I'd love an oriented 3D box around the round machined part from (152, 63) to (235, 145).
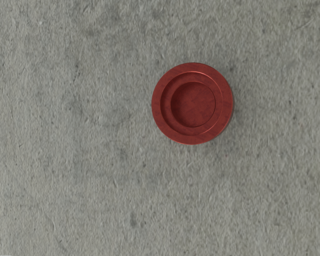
[{"bbox_3d":[0.043,-0.029,0.384,0.098,0.042,0.097,0,90,19],"label":"round machined part"}]
